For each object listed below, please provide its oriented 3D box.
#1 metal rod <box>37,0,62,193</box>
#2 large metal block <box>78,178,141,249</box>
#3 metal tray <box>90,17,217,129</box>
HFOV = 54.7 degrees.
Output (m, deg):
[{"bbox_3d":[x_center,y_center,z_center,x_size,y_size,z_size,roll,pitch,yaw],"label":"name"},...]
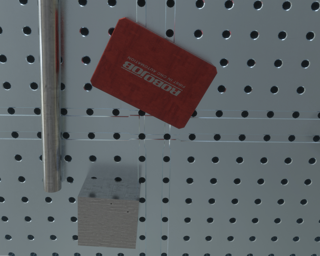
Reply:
[{"bbox_3d":[-0.138,-0.053,0.391,0.025,0.025,0.298,5,110,-3],"label":"metal rod"},{"bbox_3d":[-0.071,0.121,0.444,0.081,0.050,0.079,4,110,-2],"label":"large metal block"},{"bbox_3d":[-0.008,-0.067,0.386,0.131,0.030,0.089,26,108,-10],"label":"metal tray"}]
